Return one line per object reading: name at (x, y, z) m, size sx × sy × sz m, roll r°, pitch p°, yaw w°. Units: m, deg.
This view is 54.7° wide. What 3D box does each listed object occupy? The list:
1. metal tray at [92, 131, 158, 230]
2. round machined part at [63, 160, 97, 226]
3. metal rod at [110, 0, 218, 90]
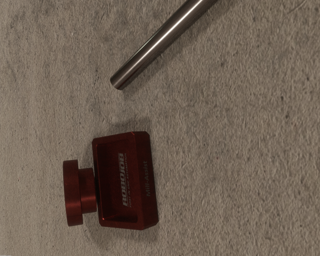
metal tray at (-0.052, 0.074, 0.442) m, size 0.090 × 0.030 × 0.129 m, roll -10°, pitch 84°, yaw 39°
round machined part at (-0.121, 0.096, 0.471) m, size 0.098 × 0.042 × 0.097 m, roll 176°, pitch 89°, yaw -75°
metal rod at (0.037, -0.141, 0.372) m, size 0.299 × 0.025 × 0.025 m, roll -37°, pitch 68°, yaw 33°
